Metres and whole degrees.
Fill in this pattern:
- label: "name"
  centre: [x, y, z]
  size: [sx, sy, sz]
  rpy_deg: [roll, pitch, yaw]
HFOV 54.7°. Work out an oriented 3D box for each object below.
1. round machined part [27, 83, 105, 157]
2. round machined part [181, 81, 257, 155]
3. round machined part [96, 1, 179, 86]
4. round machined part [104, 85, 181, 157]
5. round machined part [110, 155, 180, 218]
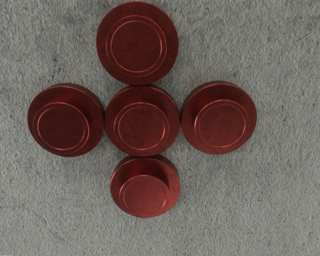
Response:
- label: "round machined part"
  centre: [-0.121, -0.006, 0.398]
  size: [0.099, 0.042, 0.097]
  rpy_deg: [0, 110, -1]
- label: "round machined part"
  centre: [0.076, -0.009, 0.400]
  size: [0.099, 0.042, 0.097]
  rpy_deg: [0, 110, -1]
- label: "round machined part"
  centre: [-0.027, -0.098, 0.366]
  size: [0.099, 0.042, 0.097]
  rpy_deg: [0, 110, -1]
- label: "round machined part"
  centre: [-0.023, -0.006, 0.400]
  size: [0.099, 0.042, 0.097]
  rpy_deg: [0, 110, -1]
- label: "round machined part"
  centre: [-0.020, 0.086, 0.433]
  size: [0.099, 0.042, 0.097]
  rpy_deg: [0, 110, -1]
